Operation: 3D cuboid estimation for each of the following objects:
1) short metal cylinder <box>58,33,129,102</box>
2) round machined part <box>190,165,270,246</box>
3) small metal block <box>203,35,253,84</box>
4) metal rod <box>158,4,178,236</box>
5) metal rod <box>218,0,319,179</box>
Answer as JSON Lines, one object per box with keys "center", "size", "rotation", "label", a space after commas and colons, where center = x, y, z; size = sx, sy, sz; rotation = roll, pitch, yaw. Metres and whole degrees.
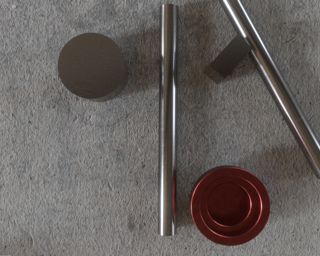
{"center": [-0.083, -0.075, 0.396], "size": [0.081, 0.050, 0.079], "rotation": [0, 90, -1], "label": "short metal cylinder"}
{"center": [0.087, 0.097, 0.403], "size": [0.099, 0.042, 0.097], "rotation": [0, 90, -1], "label": "round machined part"}
{"center": [0.086, -0.086, 0.399], "size": [0.025, 0.050, 0.050], "rotation": [42, 90, -1], "label": "small metal block"}
{"center": [0.011, -0.010, 0.410], "size": [0.025, 0.025, 0.298], "rotation": [0, 90, -1], "label": "metal rod"}
{"center": [0.149, -0.069, 0.411], "size": [0.025, 0.025, 0.299], "rotation": [-29, 90, 0], "label": "metal rod"}
